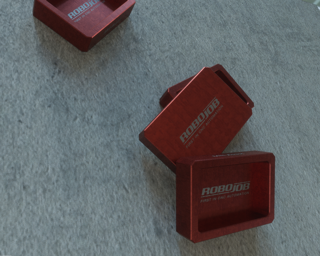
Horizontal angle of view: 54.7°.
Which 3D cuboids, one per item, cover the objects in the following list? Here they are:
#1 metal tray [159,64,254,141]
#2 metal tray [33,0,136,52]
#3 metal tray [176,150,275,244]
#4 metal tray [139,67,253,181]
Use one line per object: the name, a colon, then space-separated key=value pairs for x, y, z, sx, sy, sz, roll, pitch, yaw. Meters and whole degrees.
metal tray: x=0.074 y=-0.037 z=0.464 sx=0.131 sy=0.030 sz=0.090 roll=-31 pitch=79 yaw=-38
metal tray: x=-0.106 y=-0.177 z=0.452 sx=0.090 sy=0.030 sz=0.130 roll=37 pitch=51 yaw=-4
metal tray: x=0.082 y=0.077 z=0.371 sx=0.131 sy=0.030 sz=0.089 roll=-2 pitch=93 yaw=-30
metal tray: x=0.048 y=-0.005 z=0.400 sx=0.090 sy=0.030 sz=0.130 roll=44 pitch=70 yaw=-4
